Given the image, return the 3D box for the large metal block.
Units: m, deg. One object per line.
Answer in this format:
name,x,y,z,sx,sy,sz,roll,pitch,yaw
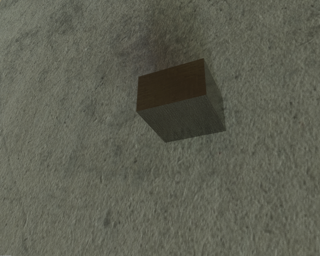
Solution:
large metal block,0.027,-0.029,0.371,0.080,0.080,0.050,-12,57,21
